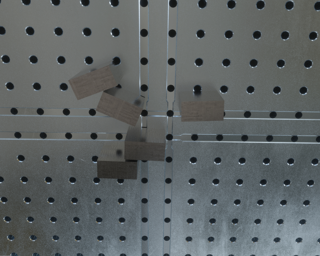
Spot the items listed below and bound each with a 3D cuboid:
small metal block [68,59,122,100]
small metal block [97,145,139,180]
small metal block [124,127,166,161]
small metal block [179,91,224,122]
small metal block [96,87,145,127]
[{"bbox_3d":[-0.077,-0.060,0.377,0.050,0.050,0.025,-19,109,7],"label":"small metal block"},{"bbox_3d":[-0.054,0.045,0.416,0.050,0.050,0.025,2,110,-1],"label":"small metal block"},{"bbox_3d":[-0.019,0.020,0.407,0.050,0.050,0.025,3,110,-1],"label":"small metal block"},{"bbox_3d":[0.051,-0.028,0.390,0.050,0.050,0.025,-2,110,0],"label":"small metal block"},{"bbox_3d":[-0.048,-0.030,0.388,0.050,0.050,0.025,23,109,-8],"label":"small metal block"}]
